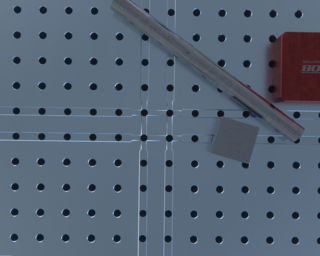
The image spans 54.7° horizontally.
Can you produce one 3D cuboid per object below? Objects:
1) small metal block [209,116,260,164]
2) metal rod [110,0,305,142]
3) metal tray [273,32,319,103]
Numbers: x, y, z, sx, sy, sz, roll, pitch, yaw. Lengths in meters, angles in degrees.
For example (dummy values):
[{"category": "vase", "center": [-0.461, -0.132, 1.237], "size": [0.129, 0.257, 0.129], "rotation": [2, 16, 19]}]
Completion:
[{"category": "small metal block", "center": [0.098, 0.016, 0.414], "size": [0.050, 0.025, 0.050], "rotation": [17, 90, 0]}, {"category": "metal rod", "center": [0.063, -0.080, 0.413], "size": [0.301, 0.025, 0.025], "rotation": [36, 90, 0]}, {"category": "metal tray", "center": [0.221, -0.078, 0.412], "size": [0.131, 0.030, 0.089], "rotation": [1, 90, 0]}]
